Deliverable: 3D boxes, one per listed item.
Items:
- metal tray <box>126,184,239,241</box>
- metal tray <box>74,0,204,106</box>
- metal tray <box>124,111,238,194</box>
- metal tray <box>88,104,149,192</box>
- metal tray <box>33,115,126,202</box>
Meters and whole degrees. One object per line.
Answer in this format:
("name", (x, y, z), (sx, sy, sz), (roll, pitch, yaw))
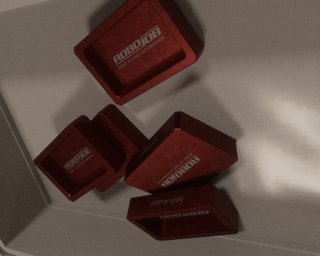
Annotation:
("metal tray", (0.032, 0.122, 0.430), (0.130, 0.030, 0.090), (-16, 135, 27))
("metal tray", (-0.027, -0.090, 0.356), (0.130, 0.030, 0.090), (-25, 111, 36))
("metal tray", (0.023, 0.044, 0.397), (0.090, 0.030, 0.129), (26, 132, -19))
("metal tray", (-0.082, 0.035, 0.468), (0.090, 0.030, 0.129), (46, 129, -5))
("metal tray", (-0.122, 0.049, 0.458), (0.090, 0.030, 0.130), (49, 128, -7))
